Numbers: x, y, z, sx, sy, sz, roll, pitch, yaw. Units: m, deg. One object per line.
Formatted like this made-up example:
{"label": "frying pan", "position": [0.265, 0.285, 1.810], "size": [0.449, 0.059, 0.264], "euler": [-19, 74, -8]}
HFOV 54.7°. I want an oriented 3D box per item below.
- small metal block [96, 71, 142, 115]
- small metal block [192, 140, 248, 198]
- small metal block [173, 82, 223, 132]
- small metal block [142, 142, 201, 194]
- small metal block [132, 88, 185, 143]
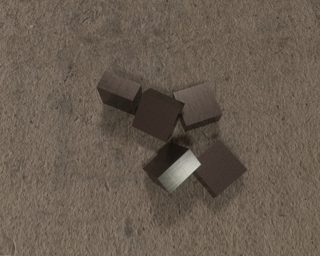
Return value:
{"label": "small metal block", "position": [-0.052, -0.045, 0.411], "size": [0.050, 0.050, 0.025], "euler": [22, 72, 7]}
{"label": "small metal block", "position": [0.072, 0.052, 0.390], "size": [0.050, 0.025, 0.050], "euler": [-37, 75, -13]}
{"label": "small metal block", "position": [0.049, -0.028, 0.419], "size": [0.050, 0.025, 0.050], "euler": [-18, 71, -7]}
{"label": "small metal block", "position": [0.013, 0.047, 0.375], "size": [0.050, 0.050, 0.025], "euler": [-41, 109, -14]}
{"label": "small metal block", "position": [-0.002, -0.017, 0.400], "size": [0.050, 0.025, 0.050], "euler": [26, 116, 8]}
